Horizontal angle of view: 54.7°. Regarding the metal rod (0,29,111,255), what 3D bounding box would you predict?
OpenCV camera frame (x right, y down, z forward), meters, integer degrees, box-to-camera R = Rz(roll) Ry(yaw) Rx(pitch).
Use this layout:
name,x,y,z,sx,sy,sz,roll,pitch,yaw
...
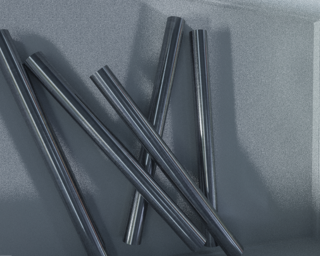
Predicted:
name,x,y,z,sx,sy,sz,roll,pitch,yaw
metal rod,-0.126,0.033,0.364,0.025,0.025,0.299,-25,99,-19

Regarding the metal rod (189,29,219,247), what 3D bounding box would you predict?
name,x,y,z,sx,sy,sz,roll,pitch,yaw
metal rod,0.063,0.015,0.435,0.025,0.025,0.298,-4,92,-20

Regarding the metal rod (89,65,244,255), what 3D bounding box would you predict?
name,x,y,z,sx,sy,sz,roll,pitch,yaw
metal rod,0.016,0.052,0.389,0.025,0.025,0.299,-40,103,-16

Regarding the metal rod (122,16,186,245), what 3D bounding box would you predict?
name,x,y,z,sx,sy,sz,roll,pitch,yaw
metal rod,-0.007,0.000,0.408,0.025,0.025,0.298,13,86,-20

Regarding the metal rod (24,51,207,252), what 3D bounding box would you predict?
name,x,y,z,sx,sy,sz,roll,pitch,yaw
metal rod,-0.049,0.033,0.372,0.025,0.025,0.300,-42,96,-15
